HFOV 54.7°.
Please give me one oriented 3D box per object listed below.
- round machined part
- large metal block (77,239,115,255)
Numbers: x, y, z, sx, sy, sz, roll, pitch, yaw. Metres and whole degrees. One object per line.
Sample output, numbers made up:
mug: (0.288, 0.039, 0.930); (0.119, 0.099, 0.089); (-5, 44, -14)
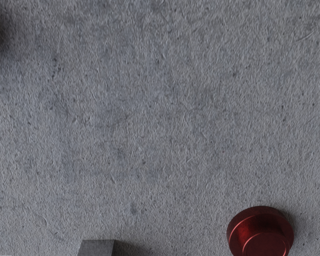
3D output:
round machined part: (0.153, 0.170, 0.466); (0.099, 0.042, 0.097); (0, 110, -1)
large metal block: (-0.096, 0.227, 0.463); (0.050, 0.080, 0.079); (-1, 110, 0)
